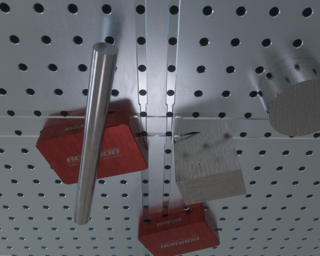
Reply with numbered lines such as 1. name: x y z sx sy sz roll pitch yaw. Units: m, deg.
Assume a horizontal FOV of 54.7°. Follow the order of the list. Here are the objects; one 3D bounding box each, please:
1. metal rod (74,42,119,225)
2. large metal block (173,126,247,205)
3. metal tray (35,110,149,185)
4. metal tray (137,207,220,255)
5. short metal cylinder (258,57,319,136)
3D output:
1. metal rod: -0.089 0.032 0.397 0.025 0.025 0.298 10 129 -9
2. large metal block: 0.065 0.050 0.418 0.080 0.080 0.050 -13 129 11
3. metal tray: -0.091 0.030 0.433 0.131 0.030 0.090 -12 129 10
4. metal tray: 0.035 0.199 0.578 0.130 0.030 0.090 -19 128 15
5. short metal cylinder: 0.163 -0.036 0.366 0.081 0.050 0.079 0 130 0
